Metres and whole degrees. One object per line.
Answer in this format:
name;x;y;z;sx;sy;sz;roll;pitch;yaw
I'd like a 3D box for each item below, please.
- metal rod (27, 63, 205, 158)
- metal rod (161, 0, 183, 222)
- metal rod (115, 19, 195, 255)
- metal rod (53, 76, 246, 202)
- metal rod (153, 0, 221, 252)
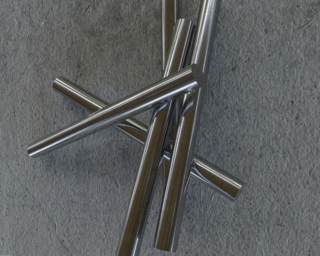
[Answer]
metal rod;-0.077;-0.009;0.394;0.300;0.025;0.025;-21;83;34
metal rod;0.015;-0.028;0.403;0.025;0.025;0.298;-1;90;20
metal rod;-0.004;0.014;0.357;0.025;0.025;0.299;10;79;19
metal rod;-0.032;0.002;0.399;0.300;0.025;0.025;30;100;25
metal rod;0.034;-0.018;0.353;0.025;0.025;0.299;7;76;20
